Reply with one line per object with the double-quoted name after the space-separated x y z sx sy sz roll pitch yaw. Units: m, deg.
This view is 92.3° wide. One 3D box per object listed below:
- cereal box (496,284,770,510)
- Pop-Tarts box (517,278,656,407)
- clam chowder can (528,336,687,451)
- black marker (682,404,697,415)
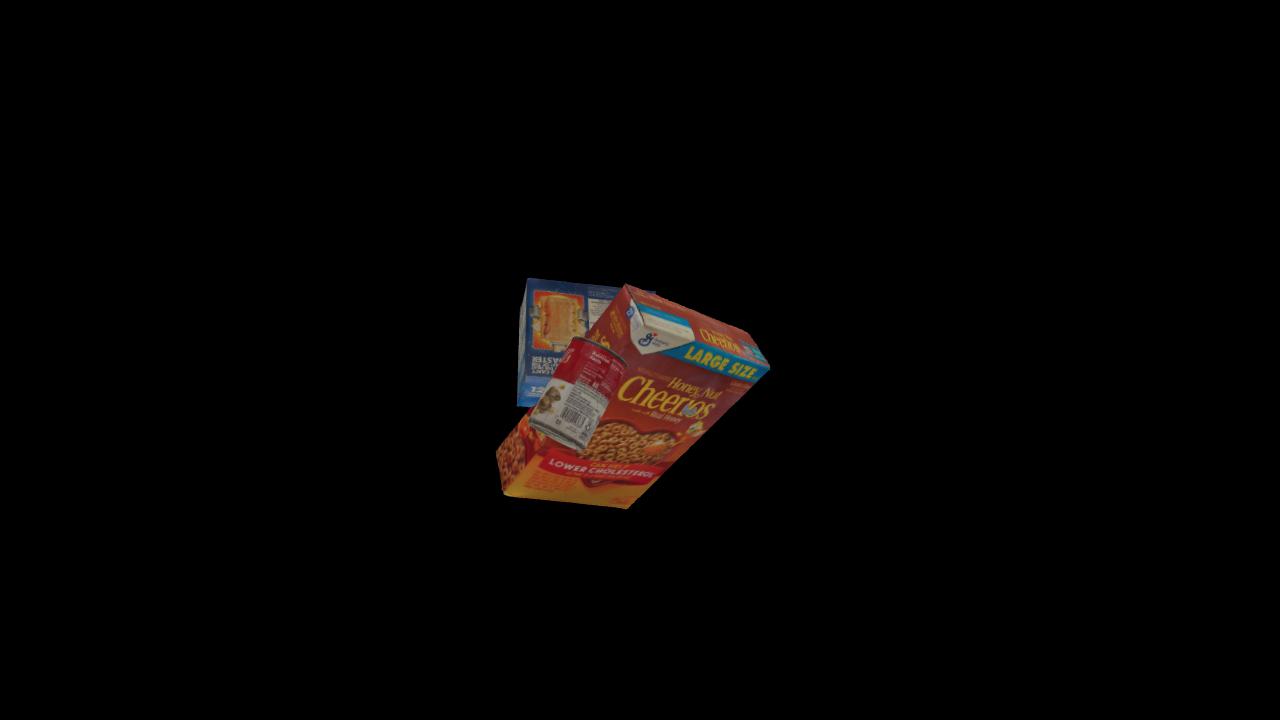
-0.015 0.064 0.760 0.203 0.081 0.306 18 -54 -38 "cereal box"
-0.064 -0.016 0.767 0.167 0.141 0.083 4 -31 -15 "Pop-Tarts box"
-0.064 0.036 0.641 0.068 0.102 0.068 25 -15 7 "clam chowder can"
0.018 0.056 0.766 0.121 0.020 0.020 0 0 42 "black marker"
